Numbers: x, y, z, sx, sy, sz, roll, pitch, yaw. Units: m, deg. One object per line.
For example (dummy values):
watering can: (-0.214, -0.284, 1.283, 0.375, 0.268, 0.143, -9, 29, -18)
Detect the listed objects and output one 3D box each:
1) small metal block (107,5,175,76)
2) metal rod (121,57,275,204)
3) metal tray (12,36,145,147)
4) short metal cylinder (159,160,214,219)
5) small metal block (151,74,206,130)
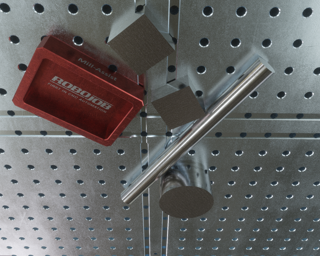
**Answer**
small metal block: (-0.019, -0.092, 0.333, 0.050, 0.025, 0.050, -31, 124, 23)
metal rod: (0.034, 0.021, 0.429, 0.025, 0.025, 0.299, 29, 124, -22)
metal tray: (-0.096, -0.038, 0.374, 0.131, 0.030, 0.090, 27, 125, -22)
short metal cylinder: (0.039, 0.095, 0.476, 0.081, 0.050, 0.079, 0, 130, 0)
small metal block: (0.023, -0.031, 0.385, 0.050, 0.025, 0.050, -22, 127, 17)
